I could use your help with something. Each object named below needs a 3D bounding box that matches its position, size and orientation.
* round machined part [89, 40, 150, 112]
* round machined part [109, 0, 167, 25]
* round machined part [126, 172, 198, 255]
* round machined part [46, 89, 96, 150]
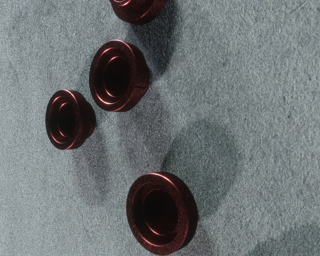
[{"bbox_3d":[-0.053,-0.071,0.438,0.098,0.042,0.097,0,90,40],"label":"round machined part"},{"bbox_3d":[-0.036,-0.195,0.424,0.098,0.042,0.097,0,90,40],"label":"round machined part"},{"bbox_3d":[0.007,0.103,0.389,0.098,0.042,0.097,0,90,40],"label":"round machined part"},{"bbox_3d":[-0.145,-0.013,0.514,0.098,0.042,0.097,0,90,40],"label":"round machined part"}]
